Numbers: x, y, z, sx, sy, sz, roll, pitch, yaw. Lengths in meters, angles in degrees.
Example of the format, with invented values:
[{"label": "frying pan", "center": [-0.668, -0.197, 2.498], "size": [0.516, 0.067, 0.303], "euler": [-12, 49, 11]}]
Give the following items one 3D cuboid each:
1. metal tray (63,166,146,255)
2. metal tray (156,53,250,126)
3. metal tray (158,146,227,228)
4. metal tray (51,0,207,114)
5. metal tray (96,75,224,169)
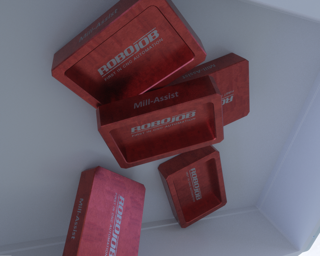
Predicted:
[{"label": "metal tray", "center": [-0.066, 0.124, 0.390], "size": [0.030, 0.130, 0.090], "euler": [-20, 142, 38]}, {"label": "metal tray", "center": [0.058, -0.036, 0.416], "size": [0.131, 0.030, 0.089], "euler": [-24, 127, -14]}, {"label": "metal tray", "center": [0.056, 0.093, 0.495], "size": [0.091, 0.030, 0.129], "euler": [-26, 128, -13]}, {"label": "metal tray", "center": [-0.031, -0.072, 0.314], "size": [0.130, 0.030, 0.090], "euler": [-31, 133, 20]}, {"label": "metal tray", "center": [0.004, -0.003, 0.354], "size": [0.131, 0.030, 0.090], "euler": [-16, 142, 1]}]
